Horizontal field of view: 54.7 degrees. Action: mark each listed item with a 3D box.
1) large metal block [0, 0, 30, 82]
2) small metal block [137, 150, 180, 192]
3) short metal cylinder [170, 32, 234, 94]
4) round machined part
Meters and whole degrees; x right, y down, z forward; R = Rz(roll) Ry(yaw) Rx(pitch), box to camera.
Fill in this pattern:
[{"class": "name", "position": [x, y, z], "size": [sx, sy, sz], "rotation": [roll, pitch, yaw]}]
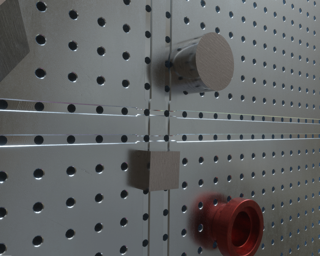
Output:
[{"class": "large metal block", "position": [-0.152, -0.066, 0.236], "size": [0.050, 0.080, 0.080], "rotation": [33, 66, -3]}, {"class": "small metal block", "position": [-0.001, 0.055, 0.408], "size": [0.050, 0.025, 0.050], "rotation": [4, 88, -40]}, {"class": "short metal cylinder", "position": [0.061, -0.091, 0.443], "size": [0.081, 0.050, 0.080], "rotation": [0, 90, -40]}, {"class": "round machined part", "position": [0.122, 0.161, 0.501], "size": [0.099, 0.042, 0.097], "rotation": [0, 90, -40]}]
